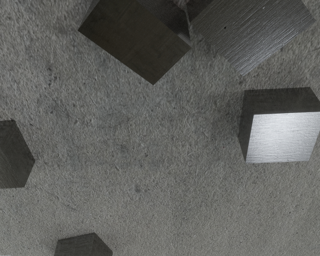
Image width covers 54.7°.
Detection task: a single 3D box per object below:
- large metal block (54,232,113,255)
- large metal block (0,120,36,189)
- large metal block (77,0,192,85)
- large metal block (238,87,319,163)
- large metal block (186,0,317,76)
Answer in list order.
[{"bbox_3d":[-0.149,0.255,0.606,0.080,0.050,0.080,-15,129,12],"label":"large metal block"},{"bbox_3d":[-0.230,0.038,0.421,0.080,0.050,0.080,-4,130,3],"label":"large metal block"},{"bbox_3d":[-0.020,-0.099,0.286,0.080,0.080,0.050,33,122,-25],"label":"large metal block"},{"bbox_3d":[0.148,-0.003,0.390,0.080,0.050,0.080,-3,130,2],"label":"large metal block"},{"bbox_3d":[0.084,-0.111,0.297,0.080,0.050,0.080,37,121,-27],"label":"large metal block"}]
